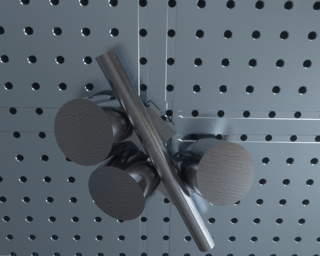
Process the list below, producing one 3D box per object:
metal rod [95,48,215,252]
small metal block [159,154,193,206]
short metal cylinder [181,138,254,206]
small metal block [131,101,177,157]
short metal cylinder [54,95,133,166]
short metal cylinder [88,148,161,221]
[{"bbox_3d":[0.002,0.041,0.397,0.025,0.025,0.299,-24,108,8],"label":"metal rod"},{"bbox_3d":[0.023,0.073,0.437,0.050,0.025,0.050,-38,106,13],"label":"small metal block"},{"bbox_3d":[0.074,0.055,0.403,0.081,0.050,0.079,-2,95,-18],"label":"short metal cylinder"},{"bbox_3d":[-0.014,0.001,0.410,0.050,0.025,0.050,-41,105,13],"label":"small metal block"},{"bbox_3d":[-0.081,0.001,0.381,0.080,0.050,0.079,4,102,20],"label":"short metal cylinder"},{"bbox_3d":[-0.046,0.073,0.408,0.080,0.050,0.079,9,116,20],"label":"short metal cylinder"}]
